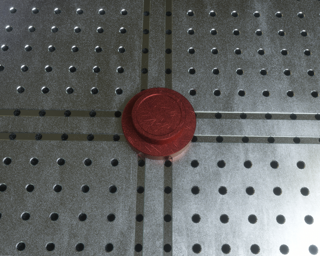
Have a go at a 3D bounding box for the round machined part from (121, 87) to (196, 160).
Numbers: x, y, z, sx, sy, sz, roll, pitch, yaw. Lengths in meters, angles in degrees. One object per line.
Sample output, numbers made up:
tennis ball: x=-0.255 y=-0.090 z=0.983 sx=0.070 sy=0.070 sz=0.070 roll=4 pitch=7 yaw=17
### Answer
round machined part: x=-0.001 y=-0.010 z=0.406 sx=0.099 sy=0.042 sz=0.098 roll=0 pitch=70 yaw=-1
